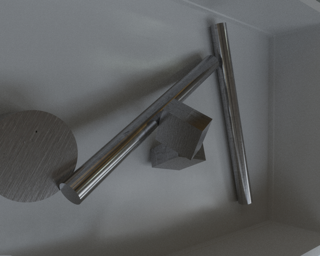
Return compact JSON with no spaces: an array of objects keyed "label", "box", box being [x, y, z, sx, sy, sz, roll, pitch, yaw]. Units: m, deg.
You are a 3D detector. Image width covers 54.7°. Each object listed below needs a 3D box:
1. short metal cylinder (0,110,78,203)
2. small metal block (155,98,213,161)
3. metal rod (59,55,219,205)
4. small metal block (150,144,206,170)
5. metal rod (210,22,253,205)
[{"label":"short metal cylinder","box":[-0.125,0.024,0.287,0.081,0.050,0.079,0,90,-40]},{"label":"small metal block","box":[0.026,0.002,0.356,0.025,0.050,0.050,-46,159,-41]},{"label":"metal rod","box":[0.000,-0.021,0.375,0.302,0.025,0.025,-45,118,-42]},{"label":"small metal block","box":[0.023,0.036,0.408,0.050,0.050,0.025,12,61,-40]},{"label":"metal rod","box":[0.119,-0.018,0.509,0.025,0.025,0.298,-19,102,-39]}]
